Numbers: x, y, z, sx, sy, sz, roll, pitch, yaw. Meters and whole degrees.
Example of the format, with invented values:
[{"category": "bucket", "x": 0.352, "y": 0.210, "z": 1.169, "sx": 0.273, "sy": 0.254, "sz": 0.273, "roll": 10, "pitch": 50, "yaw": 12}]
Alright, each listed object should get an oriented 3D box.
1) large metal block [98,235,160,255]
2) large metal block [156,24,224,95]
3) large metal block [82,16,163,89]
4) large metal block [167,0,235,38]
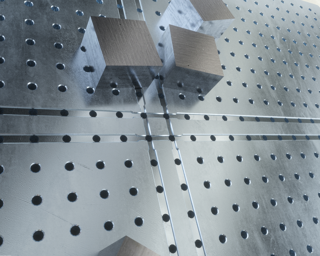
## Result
[{"category": "large metal block", "x": -0.020, "y": 0.145, "z": 0.273, "sx": 0.080, "sy": 0.080, "sz": 0.050, "roll": 33, "pitch": 52, "yaw": -7}, {"category": "large metal block", "x": 0.044, "y": -0.104, "z": 0.478, "sx": 0.081, "sy": 0.050, "sz": 0.080, "roll": 7, "pitch": 59, "yaw": -25}, {"category": "large metal block", "x": -0.053, "y": -0.102, "z": 0.425, "sx": 0.081, "sy": 0.050, "sz": 0.080, "roll": -7, "pitch": 65, "yaw": -31}, {"category": "large metal block", "x": 0.073, "y": -0.206, "z": 0.556, "sx": 0.081, "sy": 0.050, "sz": 0.080, "roll": -19, "pitch": 72, "yaw": -35}]
